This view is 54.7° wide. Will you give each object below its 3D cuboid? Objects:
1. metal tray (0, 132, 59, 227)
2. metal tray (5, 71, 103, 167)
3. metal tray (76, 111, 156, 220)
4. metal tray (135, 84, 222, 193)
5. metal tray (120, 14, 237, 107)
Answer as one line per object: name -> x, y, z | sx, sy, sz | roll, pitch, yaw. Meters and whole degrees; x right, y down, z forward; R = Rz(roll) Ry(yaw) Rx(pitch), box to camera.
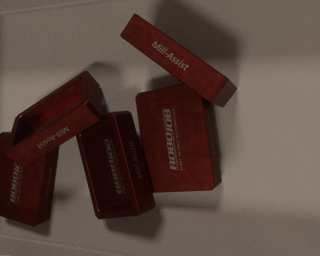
metal tray -> -0.210, 0.076, 0.480 | 0.090, 0.030, 0.129 | 9, 93, 19
metal tray -> -0.141, -0.014, 0.419 | 0.130, 0.030, 0.090 | -31, 38, 9
metal tray -> -0.062, 0.051, 0.411 | 0.090, 0.030, 0.129 | -20, 83, 41
metal tray -> 0.022, 0.013, 0.392 | 0.090, 0.030, 0.129 | -9, 88, 27
metal tray -> 0.026, -0.076, 0.366 | 0.130, 0.090, 0.030 | 39, 103, 15
